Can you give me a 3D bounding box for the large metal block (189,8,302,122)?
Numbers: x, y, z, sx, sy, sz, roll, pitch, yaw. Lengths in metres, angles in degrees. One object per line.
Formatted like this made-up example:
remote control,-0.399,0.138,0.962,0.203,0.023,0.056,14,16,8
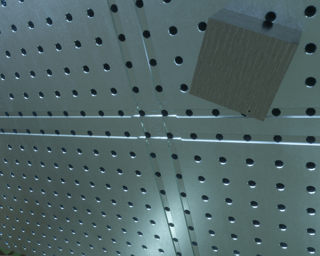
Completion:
large metal block,0.083,-0.065,0.311,0.080,0.050,0.079,23,127,14
